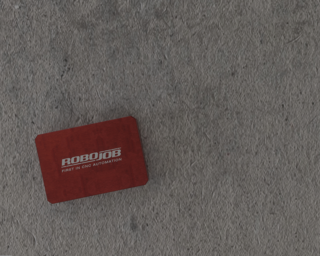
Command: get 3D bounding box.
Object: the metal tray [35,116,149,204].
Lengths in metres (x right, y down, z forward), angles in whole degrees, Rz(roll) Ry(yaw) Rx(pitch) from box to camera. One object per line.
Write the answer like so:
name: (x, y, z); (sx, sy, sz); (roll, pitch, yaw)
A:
metal tray: (-0.087, 0.040, 0.407); (0.131, 0.030, 0.090); (-12, 90, 0)
